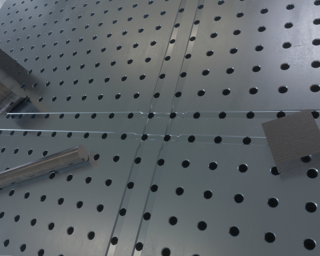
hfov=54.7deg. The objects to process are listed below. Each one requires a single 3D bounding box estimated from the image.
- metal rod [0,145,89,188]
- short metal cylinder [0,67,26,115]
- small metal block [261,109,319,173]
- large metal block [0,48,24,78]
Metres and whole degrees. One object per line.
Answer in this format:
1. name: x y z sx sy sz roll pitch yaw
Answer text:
1. metal rod: -0.246 0.080 0.488 0.301 0.025 0.025 -18 55 17
2. short metal cylinder: -0.297 -0.070 0.572 0.050 0.080 0.080 -41 51 1
3. small metal block: 0.141 0.014 0.326 0.050 0.025 0.050 -19 54 17
4. large metal block: -0.344 -0.122 0.629 0.050 0.080 0.080 25 75 37
